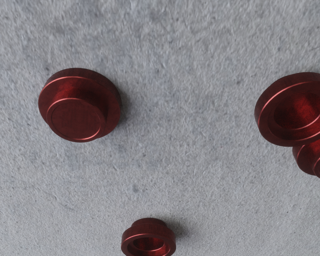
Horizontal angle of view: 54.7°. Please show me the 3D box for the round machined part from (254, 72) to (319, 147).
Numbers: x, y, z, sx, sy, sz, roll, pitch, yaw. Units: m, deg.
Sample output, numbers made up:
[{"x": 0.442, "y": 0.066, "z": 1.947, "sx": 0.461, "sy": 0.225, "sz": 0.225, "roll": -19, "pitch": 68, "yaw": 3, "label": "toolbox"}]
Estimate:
[{"x": 0.165, "y": -0.026, "z": 0.376, "sx": 0.099, "sy": 0.042, "sz": 0.097, "roll": -1, "pitch": 130, "yaw": 0, "label": "round machined part"}]

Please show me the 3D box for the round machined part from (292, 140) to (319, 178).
[{"x": 0.241, "y": 0.036, "z": 0.430, "sx": 0.099, "sy": 0.042, "sz": 0.097, "roll": -1, "pitch": 130, "yaw": 0, "label": "round machined part"}]

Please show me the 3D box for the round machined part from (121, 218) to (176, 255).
[{"x": -0.020, "y": 0.201, "z": 0.568, "sx": 0.099, "sy": 0.042, "sz": 0.097, "roll": -1, "pitch": 130, "yaw": 0, "label": "round machined part"}]

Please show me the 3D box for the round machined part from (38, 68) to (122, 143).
[{"x": -0.098, "y": -0.020, "z": 0.378, "sx": 0.099, "sy": 0.042, "sz": 0.097, "roll": -1, "pitch": 130, "yaw": 0, "label": "round machined part"}]
